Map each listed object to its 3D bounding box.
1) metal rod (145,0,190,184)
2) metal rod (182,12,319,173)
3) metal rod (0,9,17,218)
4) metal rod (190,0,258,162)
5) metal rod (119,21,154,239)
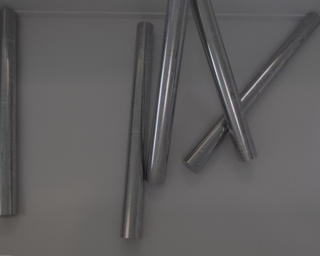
[{"bbox_3d":[0.013,-0.079,0.360,0.025,0.025,0.298,8,101,3],"label":"metal rod"},{"bbox_3d":[0.135,-0.058,0.431,0.025,0.025,0.301,39,74,13],"label":"metal rod"},{"bbox_3d":[-0.209,-0.034,0.420,0.025,0.025,0.299,-9,70,-3],"label":"metal rod"},{"bbox_3d":[0.064,-0.102,0.375,0.025,0.025,0.298,-19,97,-7],"label":"metal rod"},{"bbox_3d":[-0.028,-0.011,0.413,0.025,0.025,0.299,2,70,1],"label":"metal rod"}]
